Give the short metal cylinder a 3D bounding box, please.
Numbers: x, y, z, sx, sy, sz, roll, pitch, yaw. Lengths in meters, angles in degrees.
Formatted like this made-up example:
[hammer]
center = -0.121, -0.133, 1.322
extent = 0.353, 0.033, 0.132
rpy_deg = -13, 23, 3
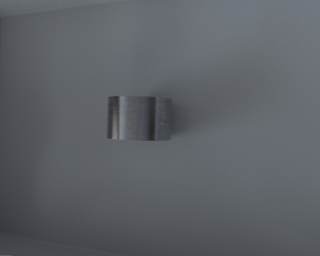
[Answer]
[short metal cylinder]
center = -0.025, -0.012, 0.387
extent = 0.080, 0.080, 0.050
rpy_deg = 2, 91, 20
